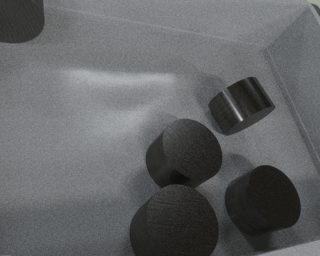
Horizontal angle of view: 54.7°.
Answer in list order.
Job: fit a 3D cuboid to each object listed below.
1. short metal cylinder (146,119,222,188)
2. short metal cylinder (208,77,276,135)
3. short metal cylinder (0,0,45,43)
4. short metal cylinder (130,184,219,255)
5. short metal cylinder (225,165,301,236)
[{"bbox_3d":[0.029,0.035,0.384,0.081,0.050,0.080,14,56,-21],"label":"short metal cylinder"},{"bbox_3d":[0.119,-0.031,0.453,0.081,0.080,0.050,-16,70,-34],"label":"short metal cylinder"},{"bbox_3d":[-0.179,-0.146,0.363,0.081,0.080,0.050,1,62,-28],"label":"short metal cylinder"},{"bbox_3d":[0.014,0.107,0.329,0.081,0.050,0.080,14,52,-19],"label":"short metal cylinder"},{"bbox_3d":[0.133,0.095,0.403,0.081,0.050,0.080,14,56,-21],"label":"short metal cylinder"}]
